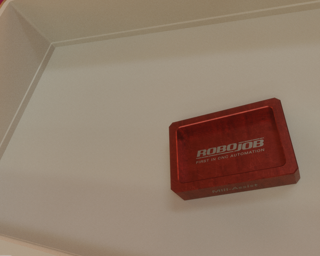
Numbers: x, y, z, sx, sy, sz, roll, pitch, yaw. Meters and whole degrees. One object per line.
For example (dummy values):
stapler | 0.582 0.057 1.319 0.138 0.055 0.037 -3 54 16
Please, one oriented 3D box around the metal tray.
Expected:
metal tray | 0.077 0.025 0.346 0.130 0.030 0.090 -14 56 20
